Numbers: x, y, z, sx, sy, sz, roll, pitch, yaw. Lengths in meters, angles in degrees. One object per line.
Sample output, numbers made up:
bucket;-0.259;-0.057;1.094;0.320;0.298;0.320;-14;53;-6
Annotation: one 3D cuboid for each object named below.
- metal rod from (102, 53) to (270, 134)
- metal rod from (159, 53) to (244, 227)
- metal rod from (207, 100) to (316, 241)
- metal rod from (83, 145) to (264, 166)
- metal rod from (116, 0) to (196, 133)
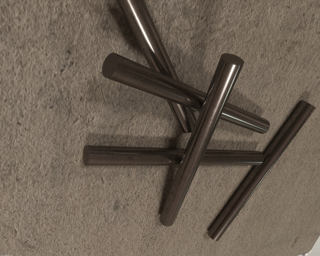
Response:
metal rod;0.059;-0.031;0.395;0.302;0.025;0.025;15;111;-43
metal rod;0.043;0.040;0.416;0.025;0.025;0.298;-6;134;-26
metal rod;0.177;0.083;0.557;0.025;0.025;0.298;21;107;-36
metal rod;0.039;0.043;0.456;0.302;0.025;0.025;4;117;-31
metal rod;-0.016;-0.103;0.335;0.025;0.025;0.299;-34;129;-6
